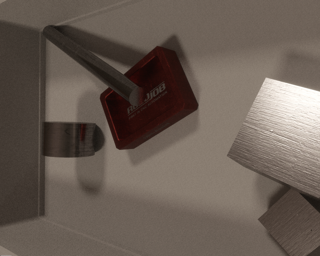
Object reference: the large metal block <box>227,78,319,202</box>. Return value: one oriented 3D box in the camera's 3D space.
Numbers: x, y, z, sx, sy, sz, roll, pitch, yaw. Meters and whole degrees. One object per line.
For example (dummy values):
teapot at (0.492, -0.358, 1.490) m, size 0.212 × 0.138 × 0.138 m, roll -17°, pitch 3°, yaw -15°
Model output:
large metal block at (0.120, 0.011, 0.275) m, size 0.080 × 0.050 × 0.080 m, roll 25°, pitch 87°, yaw 37°

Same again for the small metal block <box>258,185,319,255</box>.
small metal block at (0.133, 0.090, 0.296) m, size 0.050 × 0.025 × 0.050 m, roll 50°, pitch 119°, yaw 28°

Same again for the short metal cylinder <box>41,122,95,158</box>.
short metal cylinder at (-0.143, 0.016, 0.486) m, size 0.080 × 0.081 × 0.050 m, roll 4°, pitch 93°, yaw 39°

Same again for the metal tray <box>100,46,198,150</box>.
metal tray at (-0.021, -0.036, 0.418) m, size 0.130 × 0.030 × 0.090 m, roll -32°, pitch 70°, yaw 35°

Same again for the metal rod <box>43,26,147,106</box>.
metal rod at (-0.115, -0.107, 0.473) m, size 0.300 × 0.025 × 0.025 m, roll 38°, pitch 113°, yaw 41°
